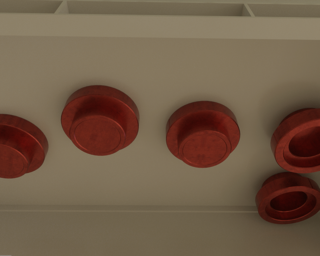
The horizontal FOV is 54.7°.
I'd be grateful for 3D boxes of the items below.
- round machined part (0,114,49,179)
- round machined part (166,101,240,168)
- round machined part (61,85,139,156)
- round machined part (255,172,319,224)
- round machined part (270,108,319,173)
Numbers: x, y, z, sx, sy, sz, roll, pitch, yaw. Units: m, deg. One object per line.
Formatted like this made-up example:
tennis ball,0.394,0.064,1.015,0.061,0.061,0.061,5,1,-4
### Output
round machined part,-0.208,0.032,0.423,0.099,0.042,0.097,0,130,0
round machined part,0.057,0.016,0.411,0.099,0.042,0.097,0,130,0
round machined part,-0.077,-0.002,0.395,0.099,0.042,0.097,0,130,0
round machined part,0.201,0.107,0.491,0.099,0.042,0.097,0,130,0
round machined part,0.196,0.012,0.410,0.099,0.042,0.097,0,130,0
